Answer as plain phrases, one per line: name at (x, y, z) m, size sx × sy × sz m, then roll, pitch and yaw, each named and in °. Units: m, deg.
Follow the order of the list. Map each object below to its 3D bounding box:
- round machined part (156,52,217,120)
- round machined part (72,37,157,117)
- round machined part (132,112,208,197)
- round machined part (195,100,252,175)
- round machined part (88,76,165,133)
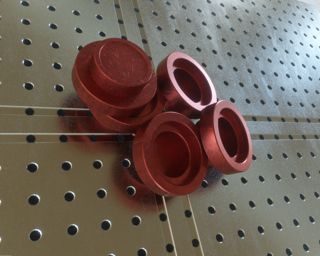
round machined part at (0.032, -0.055, 0.438) m, size 0.098 × 0.042 × 0.098 m, roll 27°, pitch 47°, yaw -32°
round machined part at (-0.048, -0.065, 0.358) m, size 0.099 × 0.042 × 0.098 m, roll 14°, pitch 56°, yaw -21°
round machined part at (0.008, 0.033, 0.372) m, size 0.099 × 0.042 × 0.098 m, roll 13°, pitch 68°, yaw -35°
round machined part at (0.082, 0.015, 0.419) m, size 0.098 × 0.042 × 0.098 m, roll 24°, pitch 56°, yaw -42°
round machined part at (-0.047, -0.036, 0.394) m, size 0.099 × 0.042 × 0.098 m, roll 14°, pitch 56°, yaw -21°
